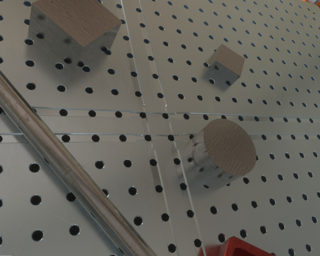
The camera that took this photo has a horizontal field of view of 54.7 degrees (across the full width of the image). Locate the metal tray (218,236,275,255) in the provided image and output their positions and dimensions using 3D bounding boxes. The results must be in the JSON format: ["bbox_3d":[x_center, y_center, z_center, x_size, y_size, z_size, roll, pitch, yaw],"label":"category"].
[{"bbox_3d":[0.119,0.188,0.332,0.130,0.030,0.090,25,51,6],"label":"metal tray"}]

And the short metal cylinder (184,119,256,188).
[{"bbox_3d":[0.080,0.034,0.414,0.081,0.050,0.080,14,56,-21],"label":"short metal cylinder"}]

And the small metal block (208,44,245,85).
[{"bbox_3d":[0.116,-0.111,0.538,0.050,0.025,0.050,30,52,-9],"label":"small metal block"}]

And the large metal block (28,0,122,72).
[{"bbox_3d":[-0.112,-0.135,0.414,0.080,0.050,0.080,41,51,-1],"label":"large metal block"}]

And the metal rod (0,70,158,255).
[{"bbox_3d":[-0.094,0.048,0.328,0.300,0.025,0.025,48,51,6],"label":"metal rod"}]
